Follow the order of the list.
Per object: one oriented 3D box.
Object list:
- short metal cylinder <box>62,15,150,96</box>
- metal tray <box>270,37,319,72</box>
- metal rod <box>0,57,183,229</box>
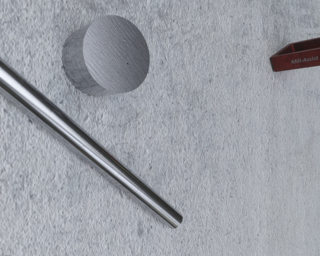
[{"bbox_3d":[-0.058,-0.076,0.339,0.081,0.050,0.080,0,90,-40],"label":"short metal cylinder"},{"bbox_3d":[0.288,-0.142,0.576,0.091,0.130,0.030,-35,112,-35],"label":"metal tray"},{"bbox_3d":[-0.069,0.032,0.346,0.300,0.025,0.025,46,62,-30],"label":"metal rod"}]
